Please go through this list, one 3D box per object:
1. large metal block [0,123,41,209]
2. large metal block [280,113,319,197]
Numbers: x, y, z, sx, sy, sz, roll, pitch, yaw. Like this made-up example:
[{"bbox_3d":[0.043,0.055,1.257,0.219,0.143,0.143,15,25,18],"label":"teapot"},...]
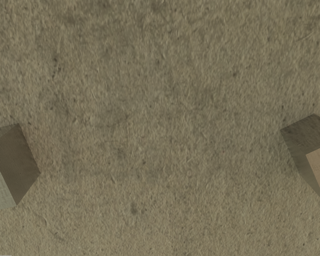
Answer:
[{"bbox_3d":[-0.205,0.049,0.396,0.050,0.080,0.080,-13,110,4],"label":"large metal block"},{"bbox_3d":[0.207,0.038,0.397,0.050,0.080,0.080,-28,108,9],"label":"large metal block"}]
